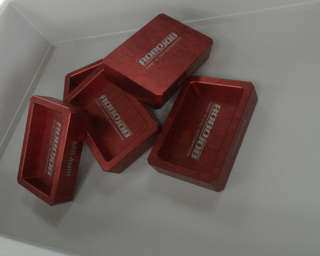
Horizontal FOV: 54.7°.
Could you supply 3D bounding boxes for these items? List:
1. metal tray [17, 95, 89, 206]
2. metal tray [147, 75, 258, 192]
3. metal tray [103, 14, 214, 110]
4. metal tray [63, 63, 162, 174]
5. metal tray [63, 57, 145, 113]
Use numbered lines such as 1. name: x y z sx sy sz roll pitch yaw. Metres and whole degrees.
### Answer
1. metal tray: -0.148 0.028 0.421 0.090 0.030 0.129 19 100 35
2. metal tray: 0.052 0.001 0.371 0.090 0.030 0.130 13 68 33
3. metal tray: 0.000 -0.093 0.412 0.090 0.030 0.131 33 59 15
4. metal tray: -0.064 -0.016 0.414 0.090 0.030 0.130 -41 66 8
5. metal tray: -0.089 -0.065 0.485 0.130 0.030 0.090 -19 54 16
